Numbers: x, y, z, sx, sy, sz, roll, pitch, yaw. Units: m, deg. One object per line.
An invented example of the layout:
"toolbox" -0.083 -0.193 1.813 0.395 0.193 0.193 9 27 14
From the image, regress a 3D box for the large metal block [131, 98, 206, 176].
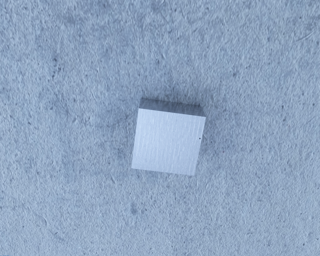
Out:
"large metal block" 0.009 0.010 0.402 0.081 0.050 0.079 7 110 -3
